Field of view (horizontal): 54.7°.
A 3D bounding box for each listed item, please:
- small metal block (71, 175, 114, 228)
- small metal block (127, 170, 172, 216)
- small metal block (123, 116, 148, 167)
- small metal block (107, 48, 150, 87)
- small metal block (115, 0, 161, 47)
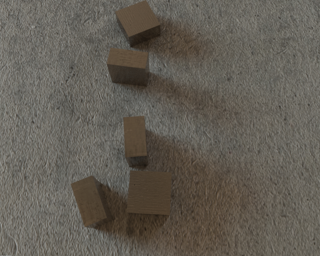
[{"bbox_3d":[-0.078,0.088,0.362,0.025,0.050,0.050,-22,72,-8],"label":"small metal block"},{"bbox_3d":[-0.012,0.080,0.379,0.050,0.025,0.050,3,70,1],"label":"small metal block"},{"bbox_3d":[-0.029,0.018,0.388,0.025,0.050,0.050,-4,70,-2],"label":"small metal block"},{"bbox_3d":[-0.042,-0.082,0.424,0.050,0.050,0.025,8,71,3],"label":"small metal block"},{"bbox_3d":[-0.033,-0.157,0.465,0.050,0.025,0.050,-24,72,-9],"label":"small metal block"}]
